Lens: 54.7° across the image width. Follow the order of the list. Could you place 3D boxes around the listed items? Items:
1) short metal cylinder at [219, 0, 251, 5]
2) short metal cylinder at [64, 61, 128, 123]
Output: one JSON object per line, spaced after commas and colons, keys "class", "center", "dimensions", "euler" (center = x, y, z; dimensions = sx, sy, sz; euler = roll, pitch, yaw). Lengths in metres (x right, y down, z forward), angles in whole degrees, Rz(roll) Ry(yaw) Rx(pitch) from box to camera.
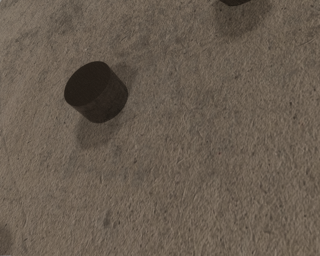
{"class": "short metal cylinder", "center": [0.112, -0.229, 0.450], "dimensions": [0.080, 0.080, 0.050], "euler": [-19, 55, 17]}
{"class": "short metal cylinder", "center": [-0.096, -0.054, 0.469], "dimensions": [0.080, 0.050, 0.080], "euler": [-13, 56, 20]}
